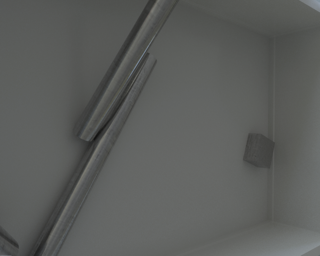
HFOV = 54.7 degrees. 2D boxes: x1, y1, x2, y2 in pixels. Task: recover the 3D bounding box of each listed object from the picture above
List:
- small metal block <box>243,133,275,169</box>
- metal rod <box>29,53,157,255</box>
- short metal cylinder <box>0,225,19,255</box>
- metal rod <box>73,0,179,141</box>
[{"bbox_3d":[0.180,0.042,0.561,0.050,0.025,0.050,26,74,-37],"label":"small metal block"},{"bbox_3d":[-0.075,0.039,0.345,0.025,0.025,0.300,39,66,-34],"label":"metal rod"},{"bbox_3d":[-0.160,0.103,0.237,0.080,0.080,0.050,-45,118,-31],"label":"short metal cylinder"},{"bbox_3d":[-0.004,-0.113,0.306,0.025,0.025,0.299,23,107,-38],"label":"metal rod"}]
